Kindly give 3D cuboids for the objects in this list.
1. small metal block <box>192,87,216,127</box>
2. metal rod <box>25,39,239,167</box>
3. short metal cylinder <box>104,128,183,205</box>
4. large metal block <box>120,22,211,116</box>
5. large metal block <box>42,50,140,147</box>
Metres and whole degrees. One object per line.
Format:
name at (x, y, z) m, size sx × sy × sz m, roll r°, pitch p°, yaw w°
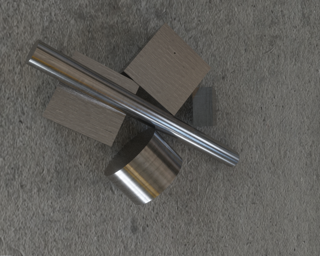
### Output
small metal block at (0.061, -0.028, 0.417) m, size 0.025 × 0.050 × 0.050 m, roll -1°, pitch 91°, yaw 16°
metal rod at (-0.005, -0.012, 0.365) m, size 0.301 × 0.025 × 0.025 m, roll 27°, pitch 81°, yaw -35°
short metal cylinder at (-0.020, 0.045, 0.373) m, size 0.080 × 0.080 × 0.050 m, roll -46°, pitch 105°, yaw -14°
large metal block at (0.003, -0.071, 0.396) m, size 0.080 × 0.050 × 0.080 m, roll 41°, pitch 77°, yaw -16°
large metal block at (-0.082, -0.032, 0.367) m, size 0.080 × 0.050 × 0.080 m, roll 26°, pitch 81°, yaw -18°
